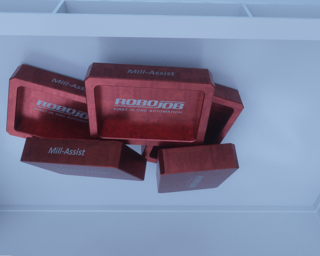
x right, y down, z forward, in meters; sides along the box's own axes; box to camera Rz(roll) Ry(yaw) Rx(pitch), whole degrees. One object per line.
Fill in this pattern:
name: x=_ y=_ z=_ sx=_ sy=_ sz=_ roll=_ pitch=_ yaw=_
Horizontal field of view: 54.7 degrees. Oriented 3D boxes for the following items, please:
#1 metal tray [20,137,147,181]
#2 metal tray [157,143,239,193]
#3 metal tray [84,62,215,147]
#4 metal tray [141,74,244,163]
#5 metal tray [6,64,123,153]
metal tray: x=-0.093 y=0.041 z=0.392 sx=0.130 sy=0.030 sz=0.090 roll=1 pitch=162 yaw=19
metal tray: x=0.042 y=0.058 z=0.411 sx=0.091 sy=0.030 sz=0.130 roll=-5 pitch=159 yaw=-4
metal tray: x=-0.012 y=-0.023 z=0.344 sx=0.131 sy=0.030 sz=0.089 roll=3 pitch=130 yaw=-3
metal tray: x=0.037 y=-0.001 z=0.403 sx=0.091 sy=0.030 sz=0.129 roll=15 pitch=129 yaw=-13
metal tray: x=-0.116 y=-0.017 z=0.385 sx=0.131 sy=0.030 sz=0.089 roll=15 pitch=129 yaw=-13
